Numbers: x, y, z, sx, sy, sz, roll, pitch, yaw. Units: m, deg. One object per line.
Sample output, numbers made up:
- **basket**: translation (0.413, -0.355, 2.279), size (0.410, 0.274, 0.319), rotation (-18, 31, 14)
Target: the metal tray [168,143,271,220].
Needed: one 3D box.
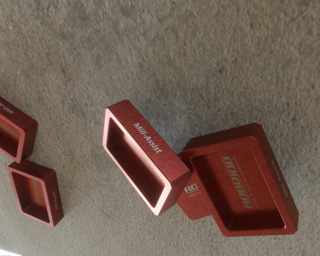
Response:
- **metal tray**: translation (0.068, 0.066, 0.408), size (0.130, 0.030, 0.090), rotation (-31, 102, 37)

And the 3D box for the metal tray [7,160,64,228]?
- **metal tray**: translation (-0.241, 0.128, 0.606), size (0.090, 0.030, 0.129), rotation (15, 125, 19)

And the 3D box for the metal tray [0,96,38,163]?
- **metal tray**: translation (-0.281, -0.007, 0.543), size (0.130, 0.030, 0.089), rotation (34, 129, 5)

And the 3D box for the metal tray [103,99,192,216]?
- **metal tray**: translation (-0.023, 0.038, 0.394), size (0.130, 0.030, 0.089), rotation (48, 147, 22)

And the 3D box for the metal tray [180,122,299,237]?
- **metal tray**: translation (0.092, 0.065, 0.354), size (0.090, 0.030, 0.130), rotation (-17, 110, 34)
